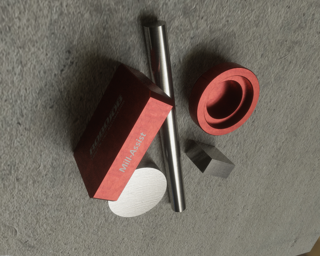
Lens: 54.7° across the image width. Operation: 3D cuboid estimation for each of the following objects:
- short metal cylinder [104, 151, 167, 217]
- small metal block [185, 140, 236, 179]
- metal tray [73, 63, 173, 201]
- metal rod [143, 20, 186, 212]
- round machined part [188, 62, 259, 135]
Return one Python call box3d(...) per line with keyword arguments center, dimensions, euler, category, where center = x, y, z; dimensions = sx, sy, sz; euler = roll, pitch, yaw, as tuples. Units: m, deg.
box3d(center=(-0.038, 0.072, 0.417), dimensions=(0.081, 0.050, 0.079), euler=(-14, 125, -21), category="short metal cylinder")
box3d(center=(0.074, 0.047, 0.460), dimensions=(0.050, 0.050, 0.025), euler=(18, 109, -36), category="small metal block")
box3d(center=(-0.047, 0.003, 0.344), dimensions=(0.030, 0.090, 0.129), euler=(20, 108, -36), category="metal tray")
box3d(center=(0.013, 0.007, 0.422), dimensions=(0.025, 0.025, 0.298), euler=(-21, 127, -17), category="metal rod")
box3d(center=(0.081, -0.042, 0.417), dimensions=(0.099, 0.042, 0.097), euler=(-14, 125, -21), category="round machined part")
